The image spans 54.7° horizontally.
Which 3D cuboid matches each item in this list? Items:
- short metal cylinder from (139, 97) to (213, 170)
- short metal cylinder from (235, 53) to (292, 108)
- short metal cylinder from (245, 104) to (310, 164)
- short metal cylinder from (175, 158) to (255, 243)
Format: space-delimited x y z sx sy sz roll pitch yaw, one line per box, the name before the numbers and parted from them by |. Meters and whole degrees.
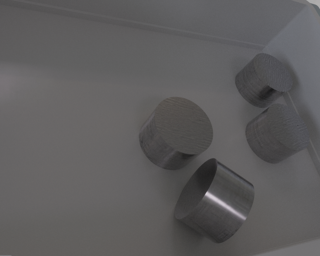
short metal cylinder | 0.020 0.007 0.396 0.081 0.050 0.080 14 56 -21
short metal cylinder | 0.179 -0.082 0.535 0.081 0.050 0.080 14 56 -21
short metal cylinder | 0.182 0.009 0.482 0.081 0.050 0.080 14 56 -21
short metal cylinder | 0.061 0.082 0.353 0.050 0.080 0.080 35 51 -6
